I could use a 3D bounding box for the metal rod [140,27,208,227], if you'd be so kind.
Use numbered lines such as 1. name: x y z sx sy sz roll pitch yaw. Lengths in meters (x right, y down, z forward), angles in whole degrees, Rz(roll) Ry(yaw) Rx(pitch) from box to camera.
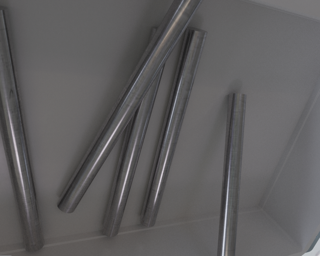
1. metal rod: 0.012 0.016 0.424 0.025 0.025 0.298 -1 119 -28

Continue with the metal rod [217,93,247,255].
1. metal rod: 0.100 0.101 0.441 0.025 0.025 0.298 5 89 -31

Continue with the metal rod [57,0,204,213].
1. metal rod: -0.045 -0.015 0.354 0.025 0.025 0.298 19 115 -36

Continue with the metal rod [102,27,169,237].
1. metal rod: -0.036 0.022 0.402 0.025 0.025 0.298 2 117 -30

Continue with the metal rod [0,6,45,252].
1. metal rod: -0.156 0.026 0.339 0.025 0.025 0.298 -9 123 -24
